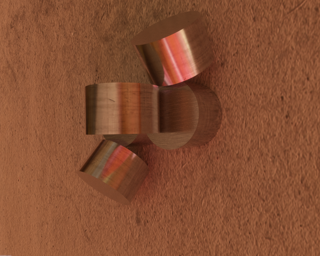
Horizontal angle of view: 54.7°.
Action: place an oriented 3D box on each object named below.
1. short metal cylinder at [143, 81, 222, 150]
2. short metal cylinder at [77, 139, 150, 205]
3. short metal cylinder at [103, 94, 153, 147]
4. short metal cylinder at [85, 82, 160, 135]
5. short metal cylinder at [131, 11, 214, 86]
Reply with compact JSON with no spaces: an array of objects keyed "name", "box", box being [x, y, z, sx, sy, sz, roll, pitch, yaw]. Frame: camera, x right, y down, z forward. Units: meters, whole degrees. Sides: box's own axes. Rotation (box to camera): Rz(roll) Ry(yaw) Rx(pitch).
[{"name":"short metal cylinder","box":[0.026,-0.016,0.367,0.080,0.050,0.079,0,90,39]},{"name":"short metal cylinder","box":[-0.061,0.059,0.410,0.080,0.080,0.050,10,57,39]},{"name":"short metal cylinder","box":[-0.037,-0.015,0.417,0.080,0.050,0.079,0,90,39]},{"name":"short metal cylinder","box":[-0.040,-0.018,0.337,0.080,0.081,0.050,-2,89,39]},{"name":"short metal cylinder","box":[0.015,-0.090,0.348,0.080,0.080,0.050,1,129,39]}]
